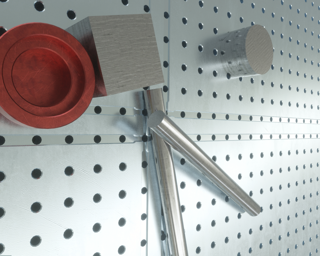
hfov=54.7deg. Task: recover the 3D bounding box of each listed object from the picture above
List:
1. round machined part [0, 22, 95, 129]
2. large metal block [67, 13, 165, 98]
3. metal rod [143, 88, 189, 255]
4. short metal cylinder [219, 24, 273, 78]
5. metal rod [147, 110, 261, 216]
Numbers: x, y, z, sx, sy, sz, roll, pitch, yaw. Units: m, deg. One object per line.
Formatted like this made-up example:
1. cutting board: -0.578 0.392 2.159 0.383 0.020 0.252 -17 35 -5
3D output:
1. round machined part: -0.117 -0.048 0.301 0.099 0.042 0.097 0 90 -40
2. large metal block: -0.048 -0.082 0.354 0.081 0.050 0.079 -20 103 -39
3. metal rod: 0.014 0.095 0.423 0.025 0.025 0.298 -16 100 -39
4. short metal cylinder: 0.145 -0.126 0.517 0.081 0.050 0.079 0 91 -40
5. metal rod: 0.082 0.068 0.460 0.300 0.025 0.025 42 64 -39
